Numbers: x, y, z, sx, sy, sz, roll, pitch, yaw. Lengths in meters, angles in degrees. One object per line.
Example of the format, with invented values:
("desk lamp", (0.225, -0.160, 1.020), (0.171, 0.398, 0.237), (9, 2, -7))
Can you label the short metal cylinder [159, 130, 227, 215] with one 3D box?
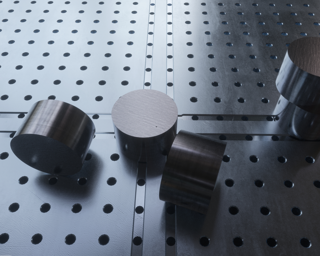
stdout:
("short metal cylinder", (0.037, 0.047, 0.333), (0.050, 0.080, 0.080), (16, 52, 13))

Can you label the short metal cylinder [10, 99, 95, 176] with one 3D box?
("short metal cylinder", (-0.122, 0.013, 0.360), (0.080, 0.080, 0.050), (7, 51, 6))

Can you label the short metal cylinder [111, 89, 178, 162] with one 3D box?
("short metal cylinder", (-0.018, -0.004, 0.394), (0.081, 0.050, 0.080), (0, 50, 0))

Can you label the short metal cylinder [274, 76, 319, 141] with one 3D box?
("short metal cylinder", (0.202, -0.030, 0.418), (0.081, 0.050, 0.080), (0, 50, 0))

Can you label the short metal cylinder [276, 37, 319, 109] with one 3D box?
("short metal cylinder", (0.193, -0.069, 0.386), (0.081, 0.050, 0.080), (0, 50, 0))
